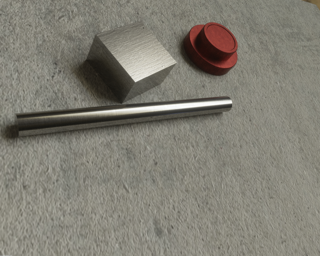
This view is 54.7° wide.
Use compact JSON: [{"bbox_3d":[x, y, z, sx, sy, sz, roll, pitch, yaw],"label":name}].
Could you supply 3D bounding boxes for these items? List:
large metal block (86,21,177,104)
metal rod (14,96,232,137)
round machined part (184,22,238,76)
[{"bbox_3d":[-0.039,-0.092,0.424,0.081,0.050,0.080,-33,81,-38],"label":"large metal block"},{"bbox_3d":[-0.023,-0.020,0.404,0.303,0.025,0.025,-8,66,-32],"label":"metal rod"},{"bbox_3d":[0.094,-0.142,0.532,0.099,0.042,0.098,14,56,-21],"label":"round machined part"}]
